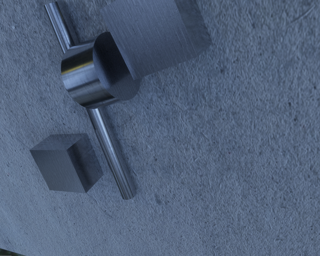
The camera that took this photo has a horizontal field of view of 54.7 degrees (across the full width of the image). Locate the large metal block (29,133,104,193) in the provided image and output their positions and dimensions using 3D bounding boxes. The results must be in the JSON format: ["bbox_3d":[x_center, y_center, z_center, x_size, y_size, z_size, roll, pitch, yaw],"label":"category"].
[{"bbox_3d":[-0.150,0.056,0.505,0.080,0.050,0.080,-2,117,29],"label":"large metal block"}]

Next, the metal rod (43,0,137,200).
[{"bbox_3d":[-0.090,-0.023,0.440,0.025,0.025,0.298,-3,117,30],"label":"metal rod"}]

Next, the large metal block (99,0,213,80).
[{"bbox_3d":[-0.003,-0.106,0.326,0.080,0.050,0.080,-14,111,34],"label":"large metal block"}]

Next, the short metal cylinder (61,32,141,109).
[{"bbox_3d":[-0.067,-0.066,0.366,0.050,0.080,0.080,-11,113,33],"label":"short metal cylinder"}]
